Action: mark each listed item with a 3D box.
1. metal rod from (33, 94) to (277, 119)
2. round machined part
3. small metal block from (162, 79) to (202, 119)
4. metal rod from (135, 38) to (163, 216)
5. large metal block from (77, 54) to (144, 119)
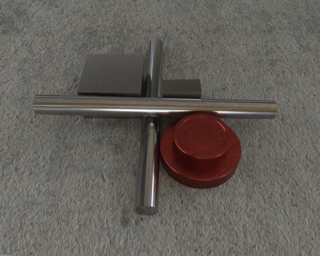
[{"bbox_3d":[-0.002,-0.026,0.394,0.302,0.025,0.025,1,50,-5],"label":"metal rod"},{"bbox_3d":[0.049,0.021,0.376,0.099,0.042,0.098,0,50,0],"label":"round machined part"},{"bbox_3d":[0.028,-0.039,0.422,0.050,0.050,0.025,-1,50,-1],"label":"small metal block"},{"bbox_3d":[-0.011,-0.026,0.427,0.025,0.025,0.300,1,50,1],"label":"metal rod"},{"bbox_3d":[-0.064,-0.059,0.436,0.081,0.050,0.080,1,50,0],"label":"large metal block"}]
